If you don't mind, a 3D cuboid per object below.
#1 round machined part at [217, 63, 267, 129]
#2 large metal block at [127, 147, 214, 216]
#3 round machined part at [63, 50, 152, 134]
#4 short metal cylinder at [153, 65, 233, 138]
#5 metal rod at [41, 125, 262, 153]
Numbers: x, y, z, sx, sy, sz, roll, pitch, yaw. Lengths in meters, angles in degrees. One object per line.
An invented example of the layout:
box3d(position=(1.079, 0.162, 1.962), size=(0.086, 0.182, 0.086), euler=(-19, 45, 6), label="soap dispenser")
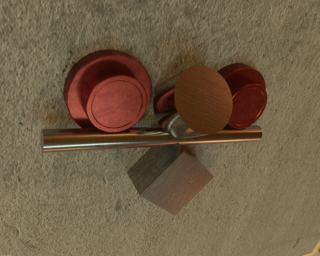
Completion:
box3d(position=(0.110, -0.037, 0.434), size=(0.099, 0.042, 0.097), euler=(-14, 124, -21), label="round machined part")
box3d(position=(0.015, 0.066, 0.439), size=(0.080, 0.050, 0.080), euler=(-46, 129, 4), label="large metal block")
box3d(position=(-0.053, -0.034, 0.346), size=(0.099, 0.042, 0.097), euler=(-14, 124, -21), label="round machined part")
box3d(position=(0.039, -0.029, 0.372), size=(0.081, 0.050, 0.080), euler=(4, 81, -27), label="short metal cylinder")
box3d(position=(0.011, 0.011, 0.393), size=(0.303, 0.025, 0.025), euler=(-1, 119, -28), label="metal rod")
